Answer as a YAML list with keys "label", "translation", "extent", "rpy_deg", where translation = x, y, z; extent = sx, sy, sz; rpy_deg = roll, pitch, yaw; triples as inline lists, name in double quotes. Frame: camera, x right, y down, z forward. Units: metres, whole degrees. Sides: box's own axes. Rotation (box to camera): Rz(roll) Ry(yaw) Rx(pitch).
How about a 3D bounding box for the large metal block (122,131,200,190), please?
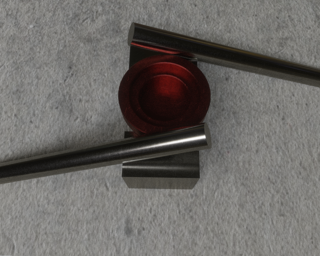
- label: "large metal block"
  translation: [0.001, 0.041, 0.365]
  extent: [0.081, 0.080, 0.050]
  rpy_deg: [1, 70, 0]

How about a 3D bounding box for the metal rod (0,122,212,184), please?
- label: "metal rod"
  translation: [-0.094, 0.035, 0.336]
  extent: [0.301, 0.025, 0.025]
  rpy_deg: [-12, 69, 19]

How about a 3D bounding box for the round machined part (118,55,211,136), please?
- label: "round machined part"
  translation: [0.005, -0.030, 0.349]
  extent: [0.099, 0.042, 0.098]
  rpy_deg: [0, 70, -1]

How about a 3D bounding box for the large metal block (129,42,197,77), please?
- label: "large metal block"
  translation: [0.004, -0.072, 0.406]
  extent: [0.081, 0.080, 0.050]
  rpy_deg: [1, 70, 0]

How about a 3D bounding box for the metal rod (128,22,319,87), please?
- label: "metal rod"
  translation: [0.109, -0.083, 0.384]
  extent: [0.302, 0.025, 0.025]
  rpy_deg: [7, 69, -21]
